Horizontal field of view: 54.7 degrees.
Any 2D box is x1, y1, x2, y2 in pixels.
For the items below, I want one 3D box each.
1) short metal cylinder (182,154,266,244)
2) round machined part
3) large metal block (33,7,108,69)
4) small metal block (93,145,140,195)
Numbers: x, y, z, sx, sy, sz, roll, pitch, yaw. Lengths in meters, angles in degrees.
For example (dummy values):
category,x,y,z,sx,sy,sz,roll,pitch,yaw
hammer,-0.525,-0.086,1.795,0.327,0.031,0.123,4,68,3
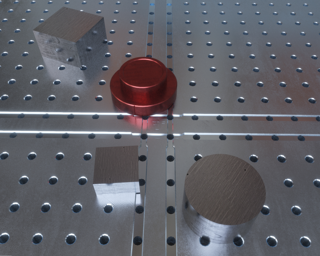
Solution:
category,x,y,z,sx,sy,sz,roll,pitch,yaw
short metal cylinder,0.065,0.075,0.329,0.081,0.050,0.080,0,50,0
round machined part,-0.024,-0.067,0.452,0.099,0.042,0.098,0,50,0
large metal block,-0.147,-0.153,0.519,0.080,0.050,0.080,19,53,15
small metal block,-0.050,0.049,0.366,0.050,0.025,0.050,-3,50,-3
